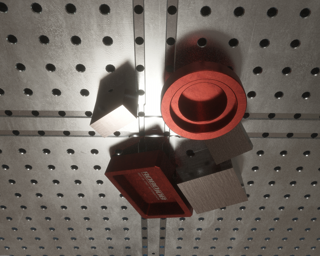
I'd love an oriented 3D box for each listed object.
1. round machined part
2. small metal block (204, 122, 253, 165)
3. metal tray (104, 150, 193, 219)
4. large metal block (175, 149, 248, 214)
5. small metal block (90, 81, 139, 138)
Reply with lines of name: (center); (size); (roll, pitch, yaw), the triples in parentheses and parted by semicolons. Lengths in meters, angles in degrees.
round machined part: (0.050, -0.036, 0.370); (0.099, 0.042, 0.097); (0, 129, 1)
small metal block: (0.088, 0.014, 0.408); (0.050, 0.025, 0.050); (-27, 89, 20)
metal tray: (-0.012, 0.091, 0.472); (0.090, 0.030, 0.130); (-11, 131, 26)
large metal block: (0.077, 0.077, 0.462); (0.080, 0.050, 0.080); (-20, 128, 15)
small metal block: (-0.054, -0.023, 0.375); (0.050, 0.050, 0.025); (-29, 125, 22)
